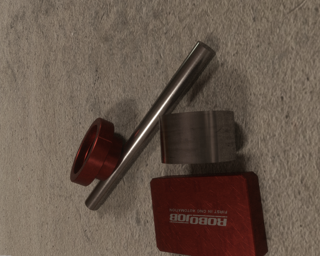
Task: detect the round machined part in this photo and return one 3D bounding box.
[{"bbox_3d":[-0.088,0.037,0.444,0.097,0.042,0.098,-48,27,35],"label":"round machined part"}]

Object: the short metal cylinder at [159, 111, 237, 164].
[{"bbox_3d":[0.040,0.010,0.335,0.080,0.081,0.050,-5,87,39],"label":"short metal cylinder"}]

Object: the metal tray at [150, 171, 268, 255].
[{"bbox_3d":[0.050,0.099,0.359,0.130,0.030,0.089,-10,84,39],"label":"metal tray"}]

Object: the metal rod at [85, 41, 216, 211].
[{"bbox_3d":[-0.026,0.013,0.424,0.025,0.025,0.298,51,120,27],"label":"metal rod"}]
